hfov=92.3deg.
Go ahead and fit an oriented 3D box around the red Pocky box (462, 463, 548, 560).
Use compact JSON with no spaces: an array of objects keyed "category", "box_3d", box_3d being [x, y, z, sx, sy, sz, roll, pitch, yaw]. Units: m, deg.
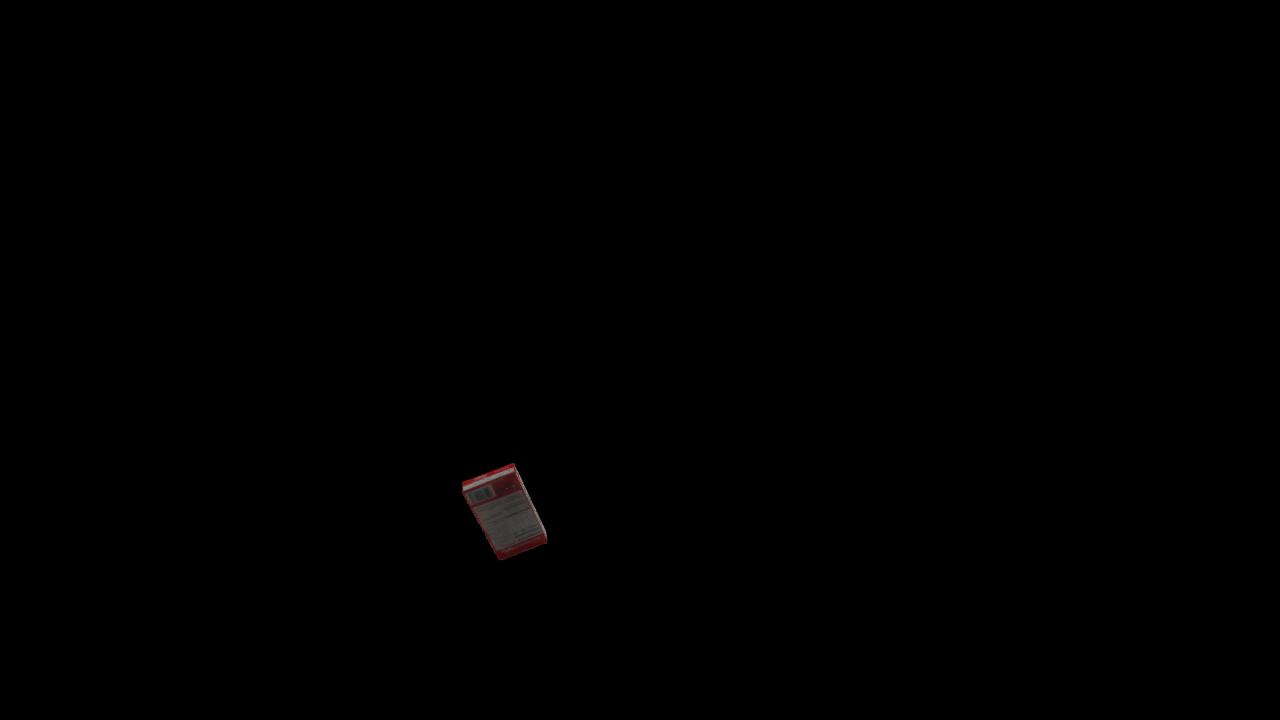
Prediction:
[{"category":"red Pocky box","box_3d":[-0.203,0.232,0.935,0.083,0.155,0.028,-20,31,-7]}]
